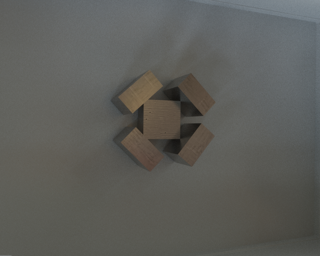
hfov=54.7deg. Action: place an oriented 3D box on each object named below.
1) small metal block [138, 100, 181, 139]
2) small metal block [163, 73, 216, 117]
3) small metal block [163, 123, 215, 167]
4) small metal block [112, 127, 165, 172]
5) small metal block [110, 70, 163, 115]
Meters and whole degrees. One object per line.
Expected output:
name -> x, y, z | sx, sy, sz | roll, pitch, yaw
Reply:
small metal block -> -0.001, -0.011, 0.408 | 0.050, 0.025, 0.050 | 1, 90, -20
small metal block -> 0.037, -0.042, 0.408 | 0.025, 0.050, 0.050 | -47, 106, -15
small metal block -> 0.037, 0.021, 0.408 | 0.025, 0.050, 0.050 | 42, 76, -16
small metal block -> -0.028, 0.025, 0.385 | 0.025, 0.050, 0.050 | -46, 104, -13
small metal block -> -0.030, -0.043, 0.384 | 0.050, 0.050, 0.025 | -43, 103, -14
